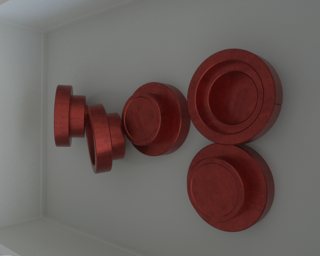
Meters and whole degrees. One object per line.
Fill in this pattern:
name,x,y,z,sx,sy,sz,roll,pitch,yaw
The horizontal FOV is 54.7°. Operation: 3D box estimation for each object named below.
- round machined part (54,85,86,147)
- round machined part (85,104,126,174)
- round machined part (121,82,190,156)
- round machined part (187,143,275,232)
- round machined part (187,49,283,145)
round machined part,-0.140,-0.019,0.491,0.098,0.042,0.097,-178,89,-77
round machined part,-0.078,0.014,0.442,0.098,0.042,0.097,173,90,-71
round machined part,-0.012,-0.012,0.406,0.098,0.042,0.097,0,90,40
round machined part,0.069,0.064,0.339,0.098,0.042,0.097,0,90,40
round machined part,0.081,-0.031,0.329,0.098,0.042,0.097,0,90,40
